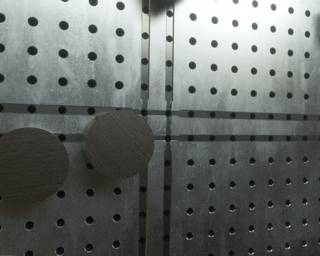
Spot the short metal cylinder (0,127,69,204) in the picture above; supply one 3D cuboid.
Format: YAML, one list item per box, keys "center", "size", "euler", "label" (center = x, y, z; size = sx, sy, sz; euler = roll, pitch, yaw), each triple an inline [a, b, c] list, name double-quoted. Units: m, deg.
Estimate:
- center: [-0.145, 0.039, 0.346]
  size: [0.081, 0.050, 0.079]
  euler: [0, 90, -20]
  label: "short metal cylinder"

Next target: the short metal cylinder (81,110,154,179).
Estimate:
- center: [-0.053, 0.019, 0.380]
  size: [0.081, 0.050, 0.079]
  euler: [0, 90, -20]
  label: "short metal cylinder"
